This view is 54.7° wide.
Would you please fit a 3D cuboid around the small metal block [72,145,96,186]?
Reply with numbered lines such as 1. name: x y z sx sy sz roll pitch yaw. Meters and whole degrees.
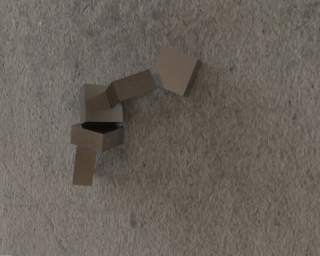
1. small metal block: -0.102 0.046 0.424 0.025 0.050 0.050 7 101 -11

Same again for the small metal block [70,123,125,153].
1. small metal block: -0.084 0.009 0.420 0.050 0.050 0.025 14 106 22

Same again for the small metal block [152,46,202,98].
1. small metal block: 0.020 -0.072 0.401 0.050 0.025 0.050 24 98 18

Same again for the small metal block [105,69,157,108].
1. small metal block: -0.038 -0.049 0.396 0.050 0.050 0.025 -23 91 -20

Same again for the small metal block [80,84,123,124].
1. small metal block: -0.079 -0.031 0.419 0.025 0.050 0.050 -15 77 61
